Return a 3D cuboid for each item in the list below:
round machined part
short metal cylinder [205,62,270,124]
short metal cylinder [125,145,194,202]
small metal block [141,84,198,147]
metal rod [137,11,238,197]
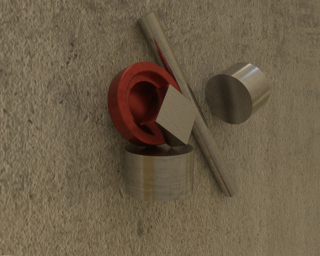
[{"bbox_3d":[-0.021,-0.026,0.370,0.099,0.042,0.098,10,74,-40],"label":"round machined part"},{"bbox_3d":[0.116,-0.052,0.466,0.050,0.080,0.080,-34,111,-35],"label":"short metal cylinder"},{"bbox_3d":[-0.001,0.047,0.365,0.081,0.080,0.050,-8,102,-40],"label":"short metal cylinder"},{"bbox_3d":[0.012,-0.013,0.352,0.050,0.025,0.050,38,58,-31],"label":"small metal block"},{"bbox_3d":[0.048,-0.020,0.444,0.025,0.025,0.299,-43,116,-32],"label":"metal rod"}]
